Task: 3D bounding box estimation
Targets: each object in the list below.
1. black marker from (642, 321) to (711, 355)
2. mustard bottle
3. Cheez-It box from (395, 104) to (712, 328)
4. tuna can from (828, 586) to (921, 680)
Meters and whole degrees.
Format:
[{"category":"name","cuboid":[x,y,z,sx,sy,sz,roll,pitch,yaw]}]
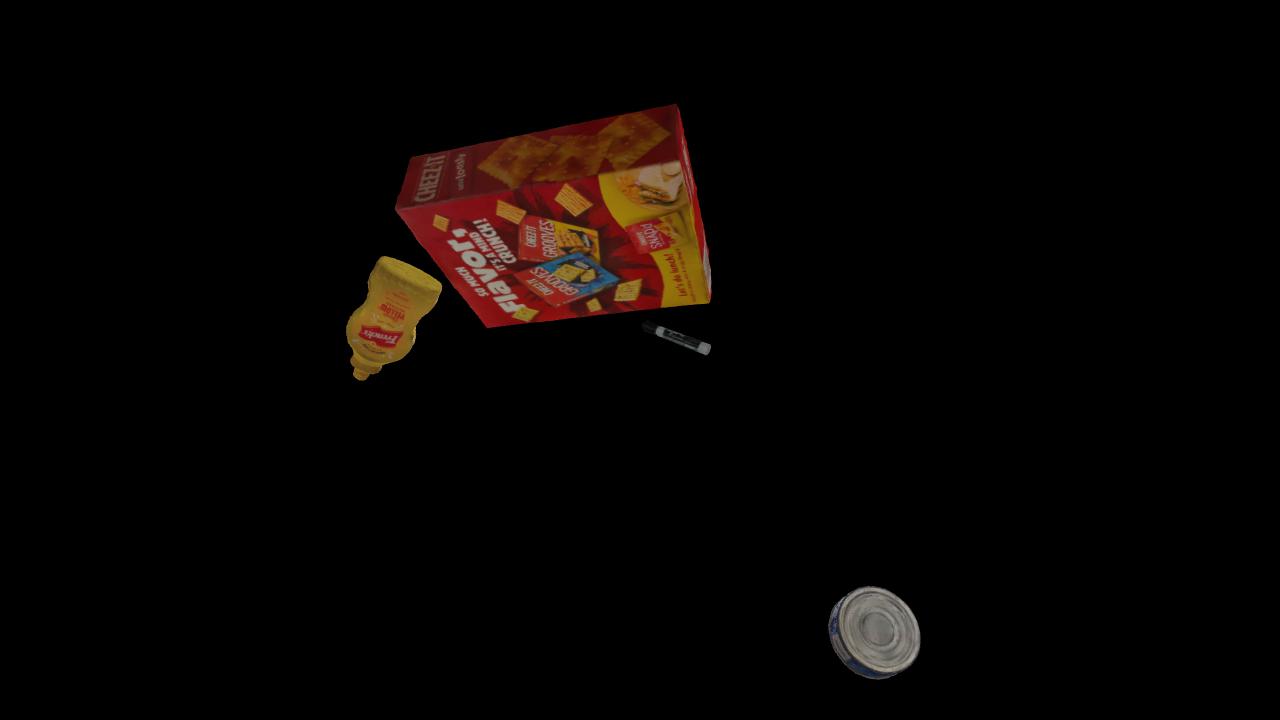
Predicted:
[{"category":"black marker","cuboid":[0.057,-0.037,0.998,0.121,0.020,0.020,22,8,20]},{"category":"mustard bottle","cuboid":[-0.354,-0.046,0.854,0.092,0.184,0.054,24,21,-28]},{"category":"Cheez-It box","cuboid":[-0.060,-0.107,0.520,0.223,0.071,0.166,-7,-33,12]},{"category":"tuna can","cuboid":[0.237,0.275,0.624,0.084,0.084,0.034,0,-34,0]}]
